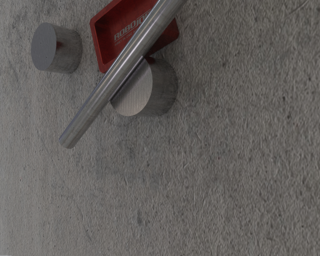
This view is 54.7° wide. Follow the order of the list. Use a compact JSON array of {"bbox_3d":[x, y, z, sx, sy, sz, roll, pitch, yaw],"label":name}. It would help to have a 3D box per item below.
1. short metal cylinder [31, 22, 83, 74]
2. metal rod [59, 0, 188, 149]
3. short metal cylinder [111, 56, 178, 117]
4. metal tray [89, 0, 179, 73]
[{"bbox_3d":[-0.179,-0.136,0.537,0.080,0.050,0.080,0,90,40],"label":"short metal cylinder"},{"bbox_3d":[-0.046,-0.073,0.377,0.299,0.025,0.025,-46,63,30],"label":"metal rod"},{"bbox_3d":[-0.023,-0.055,0.408,0.080,0.050,0.080,0,90,40],"label":"short metal cylinder"},{"bbox_3d":[-0.041,-0.140,0.435,0.130,0.030,0.090,-22,76,37],"label":"metal tray"}]
